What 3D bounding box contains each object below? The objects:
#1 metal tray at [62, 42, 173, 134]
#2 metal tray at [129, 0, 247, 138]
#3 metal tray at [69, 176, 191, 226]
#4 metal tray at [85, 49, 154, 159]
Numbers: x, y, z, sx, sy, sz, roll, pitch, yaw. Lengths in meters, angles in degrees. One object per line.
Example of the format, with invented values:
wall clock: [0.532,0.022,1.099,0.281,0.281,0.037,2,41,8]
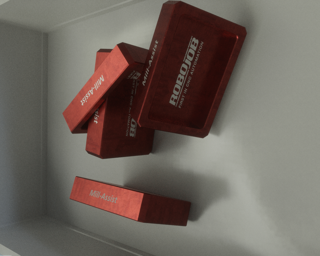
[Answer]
metal tray: [-0.050,-0.043,0.390,0.129,0.091,0.030,-43,66,30]
metal tray: [0.030,-0.059,0.337,0.030,0.091,0.129,44,120,59]
metal tray: [-0.039,0.092,0.393,0.130,0.090,0.030,3,76,40]
metal tray: [-0.044,-0.029,0.400,0.030,0.091,0.129,14,99,40]
